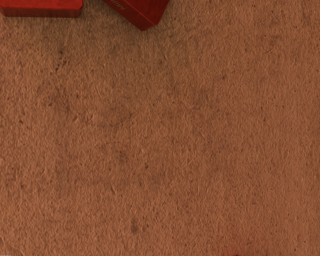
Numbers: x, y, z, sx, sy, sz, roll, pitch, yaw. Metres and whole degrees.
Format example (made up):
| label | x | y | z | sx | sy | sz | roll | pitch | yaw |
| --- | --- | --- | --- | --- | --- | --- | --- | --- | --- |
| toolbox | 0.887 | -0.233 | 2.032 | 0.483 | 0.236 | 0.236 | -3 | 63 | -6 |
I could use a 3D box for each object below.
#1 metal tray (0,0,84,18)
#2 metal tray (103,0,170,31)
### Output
| label | x | y | z | sx | sy | sz | roll | pitch | yaw |
| --- | --- | --- | --- | --- | --- | --- | --- | --- | --- |
| metal tray | -0.141 | -0.196 | 0.354 | 0.091 | 0.030 | 0.129 | -6 | 92 | -20 |
| metal tray | -0.043 | -0.192 | 0.370 | 0.131 | 0.030 | 0.090 | 32 | 72 | -29 |
